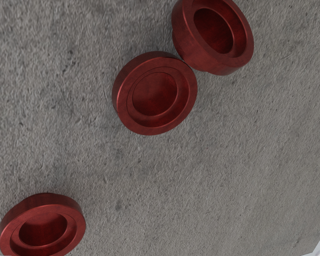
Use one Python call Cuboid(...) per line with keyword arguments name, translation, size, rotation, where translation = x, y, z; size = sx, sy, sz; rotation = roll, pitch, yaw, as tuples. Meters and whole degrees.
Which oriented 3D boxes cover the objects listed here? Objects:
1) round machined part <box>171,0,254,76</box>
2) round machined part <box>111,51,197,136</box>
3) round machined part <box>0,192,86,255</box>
Cuboid(name="round machined part", translation=(0.053, -0.101, 0.339), size=(0.099, 0.098, 0.042), rotation=(7, 158, -32))
Cuboid(name="round machined part", translation=(-0.009, -0.043, 0.363), size=(0.099, 0.042, 0.097), rotation=(-14, 126, -19))
Cuboid(name="round machined part", translation=(-0.147, 0.121, 0.390), size=(0.099, 0.042, 0.097), rotation=(-14, 124, -21))
